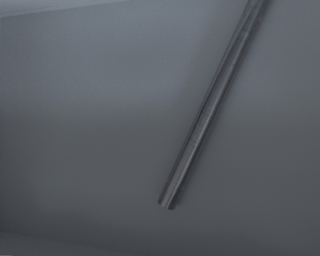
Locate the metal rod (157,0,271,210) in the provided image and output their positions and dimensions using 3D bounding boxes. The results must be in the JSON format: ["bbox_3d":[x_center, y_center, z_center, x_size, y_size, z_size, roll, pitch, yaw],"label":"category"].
[{"bbox_3d":[0.067,-0.035,0.386,0.025,0.025,0.299,26,99,18],"label":"metal rod"}]
